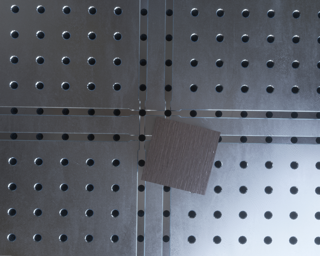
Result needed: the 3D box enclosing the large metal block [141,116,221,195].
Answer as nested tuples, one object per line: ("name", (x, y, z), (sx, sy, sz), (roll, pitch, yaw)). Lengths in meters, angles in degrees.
("large metal block", (0.025, 0.034, 0.401), (0.080, 0.050, 0.080), (14, 90, -1))
